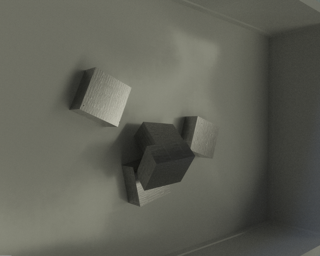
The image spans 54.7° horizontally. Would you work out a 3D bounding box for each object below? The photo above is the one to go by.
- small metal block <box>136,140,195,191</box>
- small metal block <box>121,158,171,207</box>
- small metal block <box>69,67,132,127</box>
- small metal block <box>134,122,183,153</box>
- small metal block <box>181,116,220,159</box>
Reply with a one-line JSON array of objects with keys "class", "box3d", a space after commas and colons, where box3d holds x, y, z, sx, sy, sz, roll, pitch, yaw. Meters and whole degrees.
[{"class": "small metal block", "box3d": [0.006, 0.043, 0.357, 0.050, 0.025, 0.050, -8, 139, -30]}, {"class": "small metal block", "box3d": [-0.017, 0.065, 0.395, 0.050, 0.025, 0.050, -16, 101, -39]}, {"class": "small metal block", "box3d": [-0.067, -0.034, 0.352, 0.050, 0.025, 0.050, 28, 73, -37]}, {"class": "small metal block", "box3d": [0.003, 0.020, 0.393, 0.050, 0.050, 0.025, 4, 132, -40]}, {"class": "small metal block", "box3d": [0.058, 0.014, 0.458, 0.050, 0.025, 0.050, 23, 76, -38]}]
